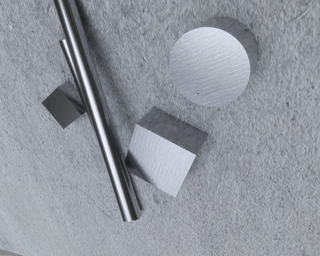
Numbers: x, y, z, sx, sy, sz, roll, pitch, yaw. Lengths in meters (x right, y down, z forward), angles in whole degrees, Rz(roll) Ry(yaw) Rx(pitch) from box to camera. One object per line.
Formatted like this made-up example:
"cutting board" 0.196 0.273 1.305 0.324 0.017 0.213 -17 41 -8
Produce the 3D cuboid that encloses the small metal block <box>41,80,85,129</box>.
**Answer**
"small metal block" -0.138 -0.034 0.456 0.050 0.025 0.050 -30 102 37

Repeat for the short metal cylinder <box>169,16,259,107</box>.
"short metal cylinder" 0.056 -0.068 0.318 0.080 0.050 0.079 13 124 20

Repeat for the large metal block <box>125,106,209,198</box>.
"large metal block" 0.006 0.031 0.405 0.080 0.050 0.079 28 128 10

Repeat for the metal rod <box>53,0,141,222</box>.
"metal rod" -0.078 -0.023 0.390 0.025 0.025 0.298 -10 101 32

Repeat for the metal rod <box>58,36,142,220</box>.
"metal rod" -0.080 0.016 0.456 0.025 0.025 0.298 -2 118 29
